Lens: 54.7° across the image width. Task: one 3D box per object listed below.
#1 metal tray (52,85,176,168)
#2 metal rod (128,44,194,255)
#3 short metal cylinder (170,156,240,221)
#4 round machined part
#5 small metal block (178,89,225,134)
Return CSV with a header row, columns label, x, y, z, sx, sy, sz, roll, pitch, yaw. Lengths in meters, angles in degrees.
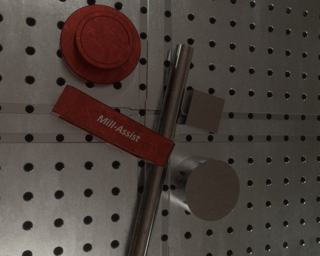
label,x,y,z,sx,sy,sz,roll,pitch,yaw
metal tray,-0.057,0.000,0.357,0.131,0.090,0.030,29,81,-18
metal rod,0.001,0.035,0.414,0.025,0.025,0.298,15,85,-20
short metal cylinder,0.060,0.080,0.423,0.081,0.050,0.079,0,90,-21
round machined part,-0.070,-0.102,0.378,0.099,0.042,0.097,0,90,-20
small metal block,0.058,-0.022,0.436,0.050,0.025,0.050,16,85,-20
